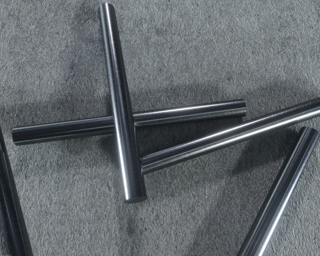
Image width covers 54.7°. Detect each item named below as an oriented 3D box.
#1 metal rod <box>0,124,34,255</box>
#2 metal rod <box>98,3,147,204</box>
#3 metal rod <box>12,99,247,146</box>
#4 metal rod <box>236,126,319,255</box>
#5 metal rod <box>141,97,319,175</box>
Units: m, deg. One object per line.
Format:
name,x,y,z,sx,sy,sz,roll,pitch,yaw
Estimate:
metal rod,-0.195,0.063,0.383,0.025,0.025,0.299,-21,71,-8
metal rod,-0.054,-0.051,0.404,0.025,0.025,0.299,-10,62,-4
metal rod,-0.037,-0.008,0.410,0.302,0.025,0.025,-7,70,-3
metal rod,0.117,0.125,0.363,0.025,0.025,0.300,31,73,10
metal rod,0.101,0.008,0.405,0.302,0.025,0.025,-18,71,-7
